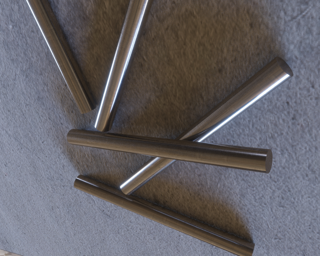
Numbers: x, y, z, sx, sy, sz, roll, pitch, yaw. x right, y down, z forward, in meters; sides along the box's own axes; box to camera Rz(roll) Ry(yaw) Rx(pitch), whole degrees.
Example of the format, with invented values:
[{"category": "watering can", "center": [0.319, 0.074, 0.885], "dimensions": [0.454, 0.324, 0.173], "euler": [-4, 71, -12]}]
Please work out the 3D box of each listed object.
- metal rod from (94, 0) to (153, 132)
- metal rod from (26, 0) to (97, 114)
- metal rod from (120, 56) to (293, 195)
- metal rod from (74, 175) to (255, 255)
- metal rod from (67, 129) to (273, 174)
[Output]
[{"category": "metal rod", "center": [-0.033, -0.110, 0.354], "dimensions": [0.025, 0.025, 0.298], "euler": [31, 128, 8]}, {"category": "metal rod", "center": [-0.152, -0.156, 0.388], "dimensions": [0.025, 0.025, 0.298], "euler": [-8, 115, 31]}, {"category": "metal rod", "center": [0.035, 0.017, 0.397], "dimensions": [0.025, 0.025, 0.299], "euler": [45, 129, -4]}, {"category": "metal rod", "center": [-0.004, 0.136, 0.491], "dimensions": [0.301, 0.025, 0.025], "euler": [18, 125, 17]}, {"category": "metal rod", "center": [-0.012, 0.024, 0.400], "dimensions": [0.300, 0.025, 0.025], "euler": [5, 121, 34]}]
